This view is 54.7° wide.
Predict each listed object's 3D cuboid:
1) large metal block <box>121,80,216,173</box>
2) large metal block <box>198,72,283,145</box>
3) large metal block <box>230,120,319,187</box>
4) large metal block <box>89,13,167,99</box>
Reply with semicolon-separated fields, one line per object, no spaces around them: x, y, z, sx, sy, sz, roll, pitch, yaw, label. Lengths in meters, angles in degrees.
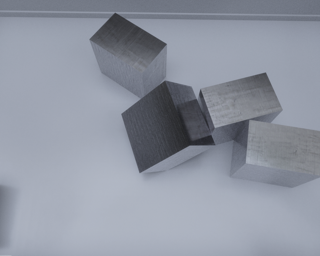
0.008;0.001;0.374;0.080;0.050;0.080;-33;67;35;large metal block
0.092;-0.019;0.388;0.081;0.080;0.050;-15;71;-5;large metal block
0.134;0.034;0.369;0.080;0.080;0.050;9;71;3;large metal block
-0.039;-0.091;0.413;0.080;0.080;0.050;34;74;11;large metal block
